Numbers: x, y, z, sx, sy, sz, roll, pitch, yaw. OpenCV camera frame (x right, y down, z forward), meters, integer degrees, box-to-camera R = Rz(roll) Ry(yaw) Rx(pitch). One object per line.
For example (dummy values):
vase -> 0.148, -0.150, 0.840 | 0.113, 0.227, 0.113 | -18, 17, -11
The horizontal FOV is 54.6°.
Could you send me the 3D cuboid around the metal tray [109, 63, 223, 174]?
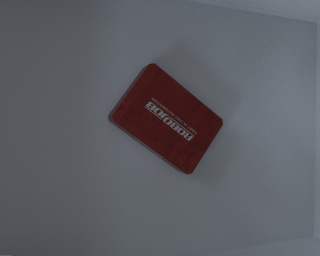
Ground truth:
metal tray -> 0.010, -0.010, 0.411 | 0.130, 0.030, 0.090 | 37, 78, -16
